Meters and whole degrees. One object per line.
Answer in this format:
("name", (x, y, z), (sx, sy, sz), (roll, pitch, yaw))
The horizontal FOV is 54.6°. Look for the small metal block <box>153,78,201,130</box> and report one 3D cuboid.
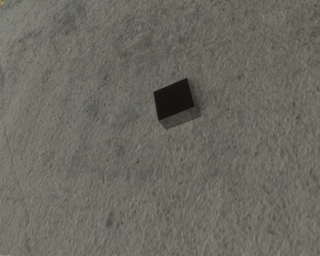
("small metal block", (0.022, -0.032, 0.413), (0.050, 0.025, 0.050), (-21, 54, 15))
